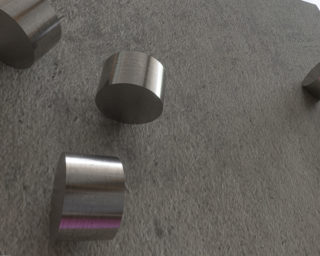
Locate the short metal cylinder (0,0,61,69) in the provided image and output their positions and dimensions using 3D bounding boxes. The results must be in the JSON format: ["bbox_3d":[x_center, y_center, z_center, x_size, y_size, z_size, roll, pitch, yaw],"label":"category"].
[{"bbox_3d":[-0.162,-0.114,0.351,0.080,0.080,0.050,34,51,-7],"label":"short metal cylinder"}]

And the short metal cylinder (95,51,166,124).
[{"bbox_3d":[-0.034,-0.047,0.380,0.081,0.080,0.050,18,55,-19],"label":"short metal cylinder"}]

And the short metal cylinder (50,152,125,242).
[{"bbox_3d":[-0.071,0.064,0.292,0.050,0.080,0.080,8,58,-24],"label":"short metal cylinder"}]

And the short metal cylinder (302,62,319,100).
[{"bbox_3d":[0.331,-0.098,0.611,0.050,0.080,0.080,40,51,-2],"label":"short metal cylinder"}]
